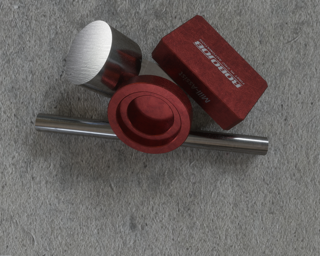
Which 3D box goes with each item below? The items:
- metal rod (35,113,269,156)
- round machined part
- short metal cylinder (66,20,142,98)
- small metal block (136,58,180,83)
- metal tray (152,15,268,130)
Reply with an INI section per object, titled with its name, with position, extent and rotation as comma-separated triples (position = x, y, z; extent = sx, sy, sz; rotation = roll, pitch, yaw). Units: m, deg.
[metal rod]
position = -0.010, 0.008, 0.411
extent = 0.302, 0.025, 0.025
rotation = 6, 90, -1
[round machined part]
position = -0.009, -0.020, 0.372
extent = 0.098, 0.042, 0.097
rotation = 7, 126, 10
[short metal cylinder]
position = -0.069, -0.082, 0.378
extent = 0.080, 0.050, 0.080
rotation = -13, 68, 35
[small metal block]
position = -0.002, -0.062, 0.397
extent = 0.050, 0.050, 0.025
rotation = 24, 90, 0
[metal tray]
position = 0.064, -0.071, 0.384
extent = 0.130, 0.030, 0.090
rotation = 45, 51, 0
